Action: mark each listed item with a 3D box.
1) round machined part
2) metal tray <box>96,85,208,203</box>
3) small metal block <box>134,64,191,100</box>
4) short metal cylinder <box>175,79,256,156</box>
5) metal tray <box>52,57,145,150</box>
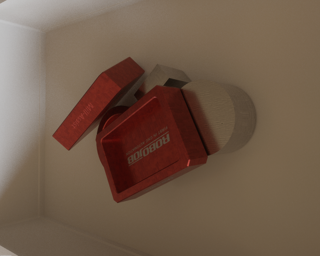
[{"bbox_3d":[-0.040,0.019,0.426,0.098,0.042,0.097,0,90,39],"label":"round machined part"},{"bbox_3d":[-0.017,0.022,0.351,0.130,0.030,0.090,-35,68,39],"label":"metal tray"},{"bbox_3d":[0.005,-0.048,0.382,0.050,0.050,0.025,-50,61,27],"label":"small metal block"},{"bbox_3d":[0.057,-0.010,0.340,0.080,0.050,0.079,0,90,39],"label":"short metal cylinder"},{"bbox_3d":[-0.084,-0.034,0.427,0.030,0.090,0.129,44,120,-5],"label":"metal tray"}]
